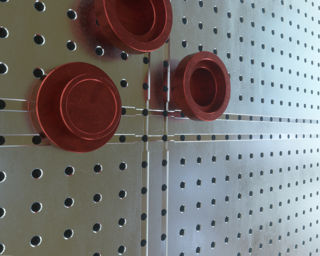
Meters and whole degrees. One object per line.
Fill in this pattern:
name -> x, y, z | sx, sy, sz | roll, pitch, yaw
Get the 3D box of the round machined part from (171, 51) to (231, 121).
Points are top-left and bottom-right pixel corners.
round machined part -> 0.055, -0.058, 0.446 | 0.099, 0.042, 0.097 | 0, 90, -40

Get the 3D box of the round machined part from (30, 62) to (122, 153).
round machined part -> -0.082, -0.022, 0.331 | 0.099, 0.042, 0.097 | 0, 91, -40

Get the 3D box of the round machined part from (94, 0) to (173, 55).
round machined part -> -0.035, -0.137, 0.370 | 0.099, 0.042, 0.097 | 0, 90, -40
